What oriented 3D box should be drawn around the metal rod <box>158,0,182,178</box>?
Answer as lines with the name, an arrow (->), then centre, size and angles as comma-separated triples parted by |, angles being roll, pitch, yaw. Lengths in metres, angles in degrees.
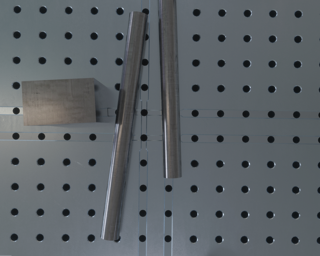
metal rod -> 0.012, -0.084, 0.413 | 0.025, 0.025, 0.298 | -2, 90, 0

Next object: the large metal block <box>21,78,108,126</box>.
large metal block -> -0.113, -0.030, 0.385 | 0.081, 0.080, 0.050 | -3, 90, 0

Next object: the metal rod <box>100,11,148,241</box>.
metal rod -> -0.048, -0.003, 0.412 | 0.025, 0.025, 0.298 | 7, 90, 0
